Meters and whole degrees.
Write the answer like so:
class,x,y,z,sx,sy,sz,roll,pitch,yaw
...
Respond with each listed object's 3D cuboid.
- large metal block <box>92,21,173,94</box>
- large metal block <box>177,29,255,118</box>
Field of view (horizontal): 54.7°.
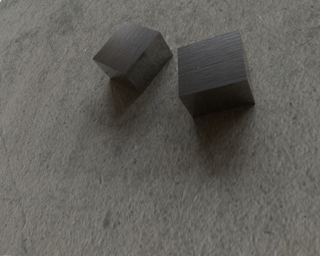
class,x,y,z,sx,sy,sz,roll,pitch,yaw
large metal block,-0.042,-0.109,0.475,0.080,0.050,0.080,30,78,37
large metal block,0.070,-0.067,0.392,0.080,0.050,0.080,-12,57,21
